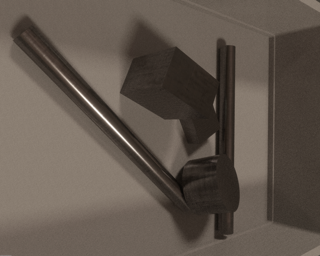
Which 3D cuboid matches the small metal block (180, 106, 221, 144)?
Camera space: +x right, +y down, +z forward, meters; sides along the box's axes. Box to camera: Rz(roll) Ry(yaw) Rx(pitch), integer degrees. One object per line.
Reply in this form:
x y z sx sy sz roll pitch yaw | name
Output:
0.058 -0.010 0.458 0.050 0.025 0.050 -34 111 -35 | small metal block

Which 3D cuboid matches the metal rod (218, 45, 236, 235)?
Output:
0.107 0.019 0.499 0.025 0.025 0.298 1 89 -40 | metal rod

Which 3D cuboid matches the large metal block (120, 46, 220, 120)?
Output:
0.012 -0.050 0.383 0.080 0.080 0.050 30 72 -37 | large metal block

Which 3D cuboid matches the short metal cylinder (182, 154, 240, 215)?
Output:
0.073 0.080 0.437 0.080 0.050 0.080 32 51 -49 | short metal cylinder

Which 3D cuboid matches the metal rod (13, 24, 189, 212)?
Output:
-0.046 0.009 0.369 0.300 0.025 0.025 50 61 -29 | metal rod
